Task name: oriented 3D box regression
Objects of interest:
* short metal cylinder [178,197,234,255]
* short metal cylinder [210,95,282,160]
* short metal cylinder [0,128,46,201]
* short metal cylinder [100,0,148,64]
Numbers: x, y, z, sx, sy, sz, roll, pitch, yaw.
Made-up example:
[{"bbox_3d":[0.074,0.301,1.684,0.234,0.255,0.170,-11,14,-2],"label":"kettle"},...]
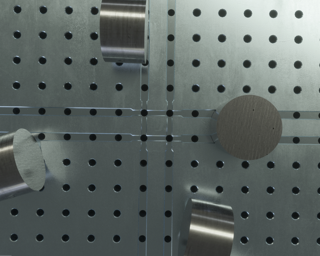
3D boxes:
[{"bbox_3d":[0.055,0.132,0.386,0.050,0.080,0.080,12,90,0],"label":"short metal cylinder"},{"bbox_3d":[0.109,-0.001,0.402,0.081,0.050,0.079,0,90,0],"label":"short metal cylinder"},{"bbox_3d":[-0.185,0.046,0.384,0.050,0.080,0.080,-16,90,0],"label":"short metal cylinder"},{"bbox_3d":[-0.042,-0.122,0.385,0.050,0.080,0.080,2,90,0],"label":"short metal cylinder"}]
